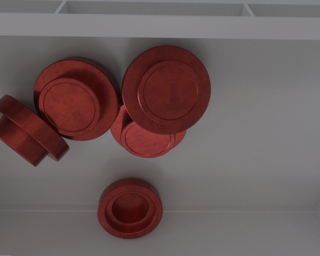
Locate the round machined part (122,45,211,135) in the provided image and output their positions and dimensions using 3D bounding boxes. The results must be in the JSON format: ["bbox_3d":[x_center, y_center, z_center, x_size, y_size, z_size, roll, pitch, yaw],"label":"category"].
[{"bbox_3d":[0.008,-0.040,0.336,0.099,0.042,0.097,-2,102,-9],"label":"round machined part"}]

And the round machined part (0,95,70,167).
[{"bbox_3d":[-0.160,0.009,0.369,0.098,0.042,0.098,33,159,15],"label":"round machined part"}]

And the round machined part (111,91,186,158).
[{"bbox_3d":[-0.015,0.001,0.398,0.099,0.042,0.097,0,130,0],"label":"round machined part"}]

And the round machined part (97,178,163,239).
[{"bbox_3d":[-0.047,0.121,0.487,0.099,0.042,0.097,-2,110,-6],"label":"round machined part"}]

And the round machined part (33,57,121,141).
[{"bbox_3d":[-0.096,-0.029,0.353,0.099,0.042,0.097,1,112,3],"label":"round machined part"}]
